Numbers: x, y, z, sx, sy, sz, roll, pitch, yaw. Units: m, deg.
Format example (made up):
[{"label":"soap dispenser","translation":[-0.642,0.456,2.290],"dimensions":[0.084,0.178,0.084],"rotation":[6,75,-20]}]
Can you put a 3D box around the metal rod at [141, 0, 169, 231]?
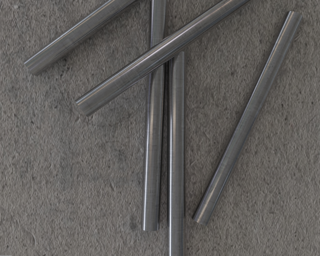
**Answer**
[{"label":"metal rod","translation":[-0.007,-0.017,0.409],"dimensions":[0.025,0.025,0.298],"rotation":[2,90,0]}]

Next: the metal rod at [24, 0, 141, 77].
[{"label":"metal rod","translation":[-0.049,-0.167,0.409],"dimensions":[0.301,0.025,0.025],"rotation":[-36,90,0]}]

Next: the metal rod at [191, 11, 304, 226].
[{"label":"metal rod","translation":[0.115,-0.012,0.410],"dimensions":[0.025,0.025,0.299],"rotation":[25,90,0]}]

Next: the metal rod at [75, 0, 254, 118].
[{"label":"metal rod","translation":[0.026,-0.111,0.388],"dimensions":[0.301,0.025,0.025],"rotation":[-37,90,-9]}]

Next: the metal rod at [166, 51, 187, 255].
[{"label":"metal rod","translation":[0.022,0.050,0.409],"dimensions":[0.025,0.025,0.298],"rotation":[0,90,0]}]
